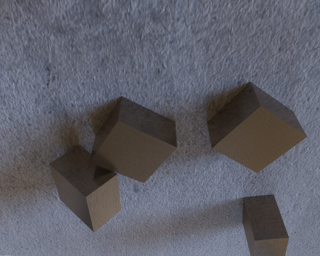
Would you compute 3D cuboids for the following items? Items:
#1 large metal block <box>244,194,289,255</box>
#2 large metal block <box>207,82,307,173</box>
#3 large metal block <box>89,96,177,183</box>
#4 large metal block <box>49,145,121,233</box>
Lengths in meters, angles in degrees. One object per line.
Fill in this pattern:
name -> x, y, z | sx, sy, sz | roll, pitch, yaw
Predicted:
large metal block -> 0.173, 0.170, 0.519 | 0.050, 0.080, 0.080 | -7, 130, 5
large metal block -> 0.120, 0.002, 0.394 | 0.080, 0.050, 0.080 | 28, 124, -23
large metal block -> -0.035, 0.018, 0.405 | 0.080, 0.050, 0.080 | 25, 125, -21
large metal block -> -0.103, 0.084, 0.434 | 0.080, 0.050, 0.079 | 31, 139, 30
